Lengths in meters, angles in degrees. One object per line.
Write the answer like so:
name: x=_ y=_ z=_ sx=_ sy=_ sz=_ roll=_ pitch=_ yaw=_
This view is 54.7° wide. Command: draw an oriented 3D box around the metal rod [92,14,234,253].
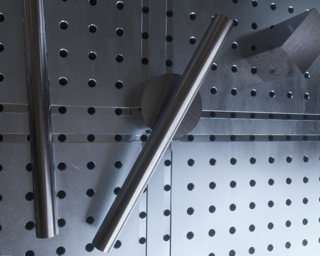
metal rod: x=0.003 y=0.008 z=0.360 sx=0.025 sy=0.025 sz=0.299 roll=28 pitch=92 yaw=-18

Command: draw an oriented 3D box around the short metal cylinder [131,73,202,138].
short metal cylinder: x=0.007 y=-0.027 z=0.402 sx=0.081 sy=0.050 sz=0.079 roll=0 pitch=90 yaw=-20

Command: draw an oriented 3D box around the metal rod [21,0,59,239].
metal rod: x=-0.140 y=-0.024 z=0.360 sx=0.025 sy=0.025 sz=0.298 roll=-4 pitch=91 yaw=-20

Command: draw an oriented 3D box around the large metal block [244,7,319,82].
large metal block: x=0.186 y=-0.117 z=0.452 sx=0.050 sy=0.080 sz=0.080 roll=46 pitch=76 yaw=-15
